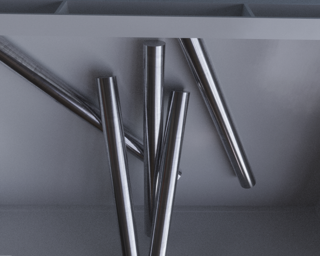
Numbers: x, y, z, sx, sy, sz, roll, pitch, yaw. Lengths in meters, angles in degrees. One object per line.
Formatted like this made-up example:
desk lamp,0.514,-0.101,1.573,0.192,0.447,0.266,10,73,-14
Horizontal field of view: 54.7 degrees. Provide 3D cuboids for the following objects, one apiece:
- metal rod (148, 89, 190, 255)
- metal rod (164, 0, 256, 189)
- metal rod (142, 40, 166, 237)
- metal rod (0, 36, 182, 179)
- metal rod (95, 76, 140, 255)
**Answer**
metal rod,0.006,0.099,0.409,0.025,0.025,0.298,6,104,-5
metal rod,0.076,-0.020,0.392,0.025,0.025,0.299,-19,128,15
metal rod,-0.009,0.036,0.410,0.025,0.025,0.298,1,122,-1
metal rod,-0.080,-0.011,0.398,0.025,0.025,0.301,-36,122,26
metal rod,-0.049,0.083,0.400,0.025,0.025,0.298,-5,106,4
